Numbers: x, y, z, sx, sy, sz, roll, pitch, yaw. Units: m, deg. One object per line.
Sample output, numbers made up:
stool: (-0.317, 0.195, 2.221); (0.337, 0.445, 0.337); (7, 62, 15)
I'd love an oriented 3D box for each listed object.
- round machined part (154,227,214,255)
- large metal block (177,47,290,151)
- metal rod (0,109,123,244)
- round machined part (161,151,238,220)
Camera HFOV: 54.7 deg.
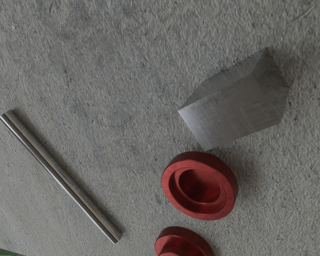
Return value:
round machined part: (0.035, 0.214, 0.510); (0.098, 0.042, 0.097); (13, 124, 21)
large metal block: (0.077, -0.030, 0.313); (0.080, 0.080, 0.050); (-26, 104, 37)
metal rod: (-0.172, 0.091, 0.553); (0.025, 0.025, 0.300); (-32, 101, 38)
round machined part: (0.055, 0.071, 0.411); (0.098, 0.042, 0.097); (13, 124, 21)
